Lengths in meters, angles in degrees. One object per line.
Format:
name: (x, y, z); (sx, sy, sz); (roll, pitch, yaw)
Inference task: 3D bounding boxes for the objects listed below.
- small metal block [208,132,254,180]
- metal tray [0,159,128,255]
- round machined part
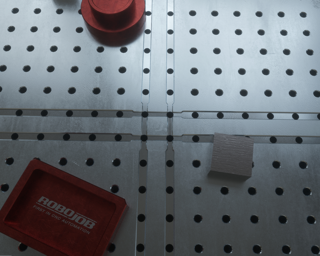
small metal block: (0.091, 0.037, 0.399); (0.050, 0.025, 0.050); (9, 70, 3)
metal tray: (-0.115, 0.103, 0.370); (0.130, 0.030, 0.090); (23, 71, 8)
round machined part: (-0.071, -0.186, 0.470); (0.099, 0.042, 0.098); (0, 70, 0)
